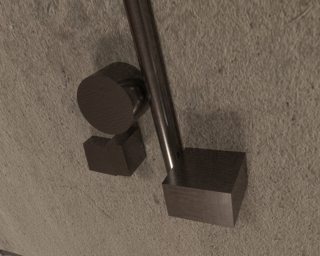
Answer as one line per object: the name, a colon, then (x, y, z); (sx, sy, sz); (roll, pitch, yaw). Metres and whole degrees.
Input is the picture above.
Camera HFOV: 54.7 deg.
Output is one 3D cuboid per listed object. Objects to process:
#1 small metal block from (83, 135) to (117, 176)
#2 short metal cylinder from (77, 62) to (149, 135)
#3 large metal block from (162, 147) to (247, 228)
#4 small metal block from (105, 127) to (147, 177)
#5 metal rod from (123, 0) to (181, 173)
small metal block: (-0.086, 0.042, 0.476); (0.050, 0.025, 0.050); (8, 122, 23)
short metal cylinder: (-0.057, -0.038, 0.396); (0.080, 0.050, 0.079); (13, 124, 20)
large metal block: (0.059, 0.069, 0.382); (0.080, 0.080, 0.050); (3, 120, 26)
small metal block: (-0.046, 0.032, 0.433); (0.025, 0.050, 0.050); (2, 120, 27)
metal rod: (-0.006, -0.052, 0.376); (0.025, 0.025, 0.298); (0, 119, 28)
